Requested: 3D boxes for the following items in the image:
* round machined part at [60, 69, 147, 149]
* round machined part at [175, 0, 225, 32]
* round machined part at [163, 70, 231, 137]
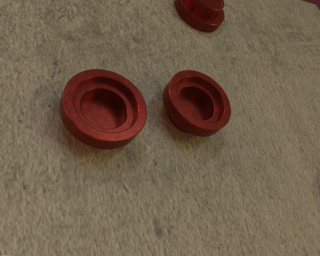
[{"bbox_3d":[-0.069,-0.019,0.368,0.099,0.042,0.098,14,56,-21],"label":"round machined part"},{"bbox_3d":[0.081,-0.230,0.579,0.099,0.042,0.098,14,56,-21],"label":"round machined part"},{"bbox_3d":[0.048,-0.031,0.439,0.099,0.042,0.098,14,56,-21],"label":"round machined part"}]
